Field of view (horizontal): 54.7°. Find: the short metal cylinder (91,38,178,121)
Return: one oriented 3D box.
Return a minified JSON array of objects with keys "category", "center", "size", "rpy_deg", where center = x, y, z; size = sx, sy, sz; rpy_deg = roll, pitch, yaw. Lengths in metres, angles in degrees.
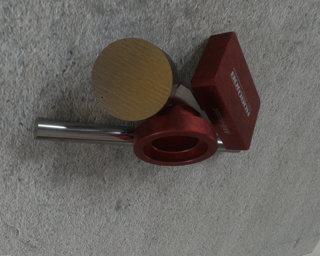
[{"category":"short metal cylinder","center":[-0.024,-0.050,0.323],"size":[0.080,0.050,0.079],"rpy_deg":[1,98,9]}]

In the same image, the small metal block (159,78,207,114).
[{"category":"small metal block","center":[0.023,-0.041,0.377],"size":[0.050,0.050,0.025],"rpy_deg":[26,104,-37]}]

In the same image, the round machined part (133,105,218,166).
[{"category":"round machined part","center":[0.018,0.008,0.372],"size":[0.099,0.042,0.098],"rpy_deg":[-2,151,-1]}]

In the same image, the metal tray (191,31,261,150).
[{"category":"metal tray","center":[0.090,-0.043,0.394],"size":[0.130,0.030,0.090],"rpy_deg":[54,48,-40]}]

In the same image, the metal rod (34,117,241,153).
[{"category":"metal rod","center":[-0.006,0.014,0.414],"size":[0.302,0.025,0.025],"rpy_deg":[6,116,-31]}]
